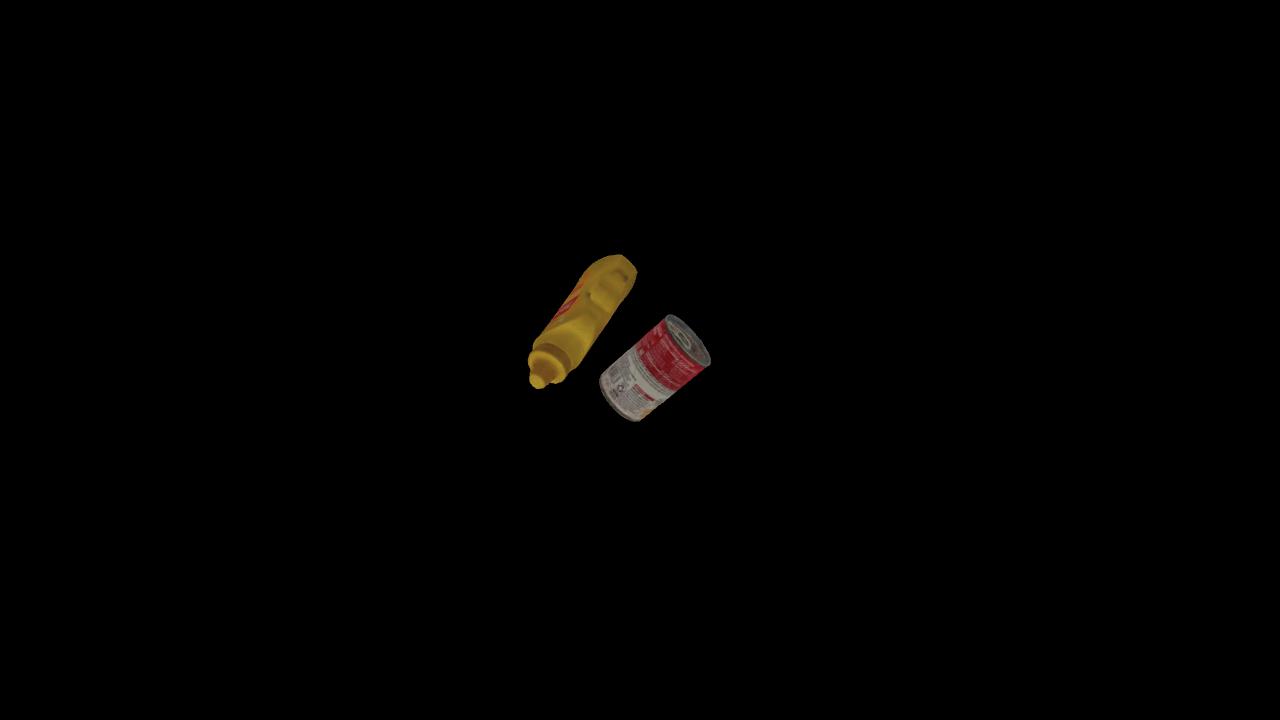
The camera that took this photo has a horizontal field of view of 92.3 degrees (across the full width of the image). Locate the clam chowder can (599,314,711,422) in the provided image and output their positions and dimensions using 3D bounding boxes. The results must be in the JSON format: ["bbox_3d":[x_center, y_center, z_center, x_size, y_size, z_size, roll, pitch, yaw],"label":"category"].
[{"bbox_3d":[0.015,0.010,0.645,0.102,0.068,0.068,-41,-17,21],"label":"clam chowder can"}]

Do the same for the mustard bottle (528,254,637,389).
[{"bbox_3d":[-0.068,-0.036,0.653,0.092,0.054,0.184,-25,26,40],"label":"mustard bottle"}]
